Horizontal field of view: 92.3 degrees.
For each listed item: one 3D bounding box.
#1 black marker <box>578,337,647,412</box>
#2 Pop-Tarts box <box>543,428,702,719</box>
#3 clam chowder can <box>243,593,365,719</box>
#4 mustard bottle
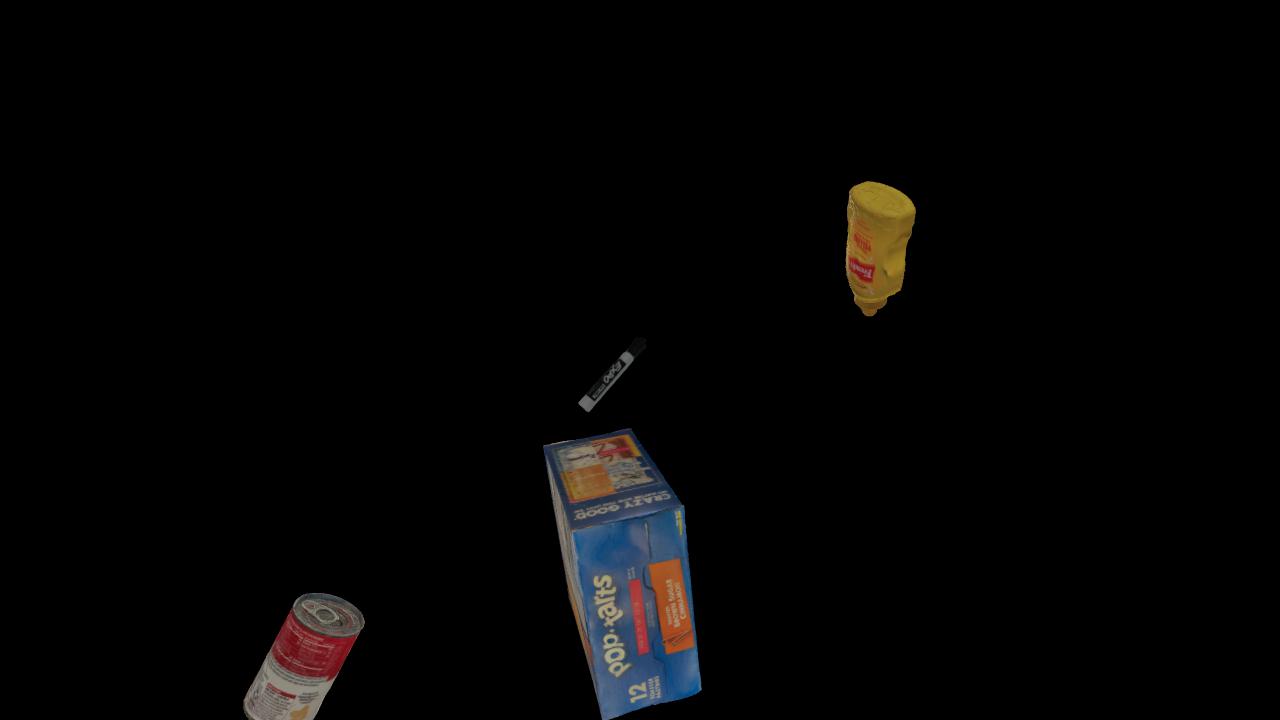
[{"bbox_3d":[-0.034,0.017,0.800,0.020,0.121,0.020,40,-10,9],"label":"black marker"},{"bbox_3d":[-0.017,0.162,0.496,0.083,0.167,0.141,-11,19,-13],"label":"Pop-Tarts box"},{"bbox_3d":[-0.318,0.286,0.583,0.068,0.102,0.068,28,-2,1],"label":"clam chowder can"},{"bbox_3d":[0.302,-0.129,0.790,0.054,0.184,0.092,-28,46,-14],"label":"mustard bottle"}]
